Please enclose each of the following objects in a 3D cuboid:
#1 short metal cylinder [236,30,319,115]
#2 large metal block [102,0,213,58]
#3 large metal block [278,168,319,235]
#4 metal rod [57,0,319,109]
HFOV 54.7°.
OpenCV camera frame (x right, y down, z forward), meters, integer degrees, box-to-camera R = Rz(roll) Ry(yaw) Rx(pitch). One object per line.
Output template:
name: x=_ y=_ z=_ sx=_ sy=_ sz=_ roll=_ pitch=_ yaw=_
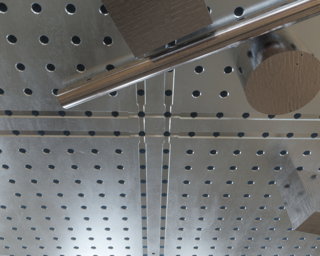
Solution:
short metal cylinder: x=0.131 y=-0.061 z=0.345 sx=0.081 sy=0.050 sz=0.079 roll=0 pitch=130 yaw=0
large metal block: x=-0.006 y=-0.125 z=0.289 sx=0.080 sy=0.050 sz=0.080 roll=-21 pitch=128 yaw=16
large metal block: x=0.243 y=0.116 z=0.478 sx=0.081 sy=0.080 sz=0.050 roll=14 pitch=129 yaw=-12
metal rod: x=0.020 y=-0.080 z=0.343 sx=0.301 sy=0.025 sz=0.025 roll=-18 pitch=128 yaw=14
